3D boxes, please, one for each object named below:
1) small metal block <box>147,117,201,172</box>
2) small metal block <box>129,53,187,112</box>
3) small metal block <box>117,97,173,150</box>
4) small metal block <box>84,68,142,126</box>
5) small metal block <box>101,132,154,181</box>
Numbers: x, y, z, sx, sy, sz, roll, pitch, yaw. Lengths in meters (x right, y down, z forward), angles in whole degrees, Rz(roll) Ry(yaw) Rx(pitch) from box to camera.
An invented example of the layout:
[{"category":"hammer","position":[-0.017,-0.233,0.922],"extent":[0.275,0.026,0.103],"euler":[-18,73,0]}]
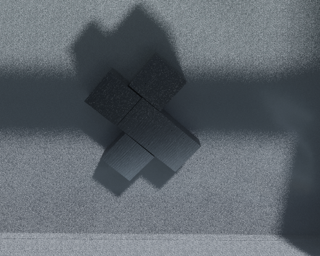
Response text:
[{"category":"small metal block","position":[0.018,0.022,0.417],"extent":[0.050,0.025,0.050],"euler":[40,105,-14]},{"category":"small metal block","position":[-0.002,-0.058,0.387],"extent":[0.050,0.025,0.050],"euler":[40,104,-14]},{"category":"small metal block","position":[-0.019,-0.009,0.405],"extent":[0.050,0.025,0.050],"euler":[40,105,-14]},{"category":"small metal block","position":[-0.058,-0.039,0.394],"extent":[0.050,0.025,0.050],"euler":[40,105,-14]},{"category":"small metal block","position":[-0.043,0.035,0.422],"extent":[0.050,0.025,0.050],"euler":[41,106,-14]}]
